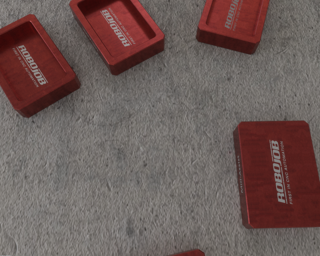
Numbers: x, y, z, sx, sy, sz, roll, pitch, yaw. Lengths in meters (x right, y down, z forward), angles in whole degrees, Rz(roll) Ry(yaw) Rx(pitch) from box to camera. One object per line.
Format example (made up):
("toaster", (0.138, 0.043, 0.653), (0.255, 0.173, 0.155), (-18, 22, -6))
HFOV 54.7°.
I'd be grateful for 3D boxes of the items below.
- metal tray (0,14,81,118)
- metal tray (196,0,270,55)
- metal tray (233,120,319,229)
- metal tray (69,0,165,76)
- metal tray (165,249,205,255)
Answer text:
("metal tray", (-0.185, -0.090, 0.436), (0.090, 0.030, 0.130), (-33, 74, -12))
("metal tray", (0.115, -0.183, 0.472), (0.090, 0.030, 0.130), (16, 71, 5))
("metal tray", (0.145, 0.057, 0.386), (0.091, 0.030, 0.130), (-1, 70, -1))
("metal tray", (-0.063, -0.152, 0.460), (0.090, 0.030, 0.130), (-31, 73, -11))
("metal tray", (-0.006, 0.192, 0.335), (0.131, 0.030, 0.090), (-12, 70, -5))
